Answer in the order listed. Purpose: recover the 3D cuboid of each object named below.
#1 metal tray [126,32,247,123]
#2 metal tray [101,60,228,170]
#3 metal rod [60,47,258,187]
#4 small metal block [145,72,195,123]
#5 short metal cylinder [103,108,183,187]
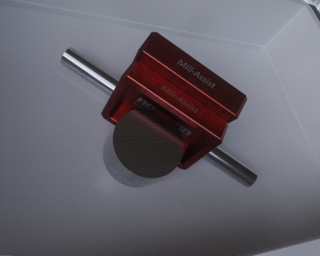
[{"bbox_3d":[0.026,-0.047,0.374,0.130,0.090,0.030,34,68,-7],"label":"metal tray"},{"bbox_3d":[0.003,-0.010,0.371,0.130,0.090,0.030,34,51,-7],"label":"metal tray"},{"bbox_3d":[0.003,-0.011,0.415,0.301,0.025,0.025,34,51,-6],"label":"metal rod"},{"bbox_3d":[0.015,-0.043,0.440,0.050,0.025,0.050,35,51,-5],"label":"small metal block"},{"bbox_3d":[-0.020,0.024,0.356,0.081,0.050,0.080,9,66,-19],"label":"short metal cylinder"}]
